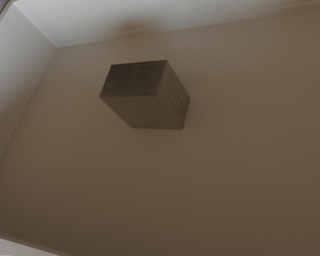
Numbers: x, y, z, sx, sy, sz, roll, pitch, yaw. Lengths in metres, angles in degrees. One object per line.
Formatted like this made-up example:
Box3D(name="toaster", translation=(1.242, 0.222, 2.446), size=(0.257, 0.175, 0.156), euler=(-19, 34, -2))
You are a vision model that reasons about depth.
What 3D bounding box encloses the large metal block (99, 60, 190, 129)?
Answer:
Box3D(name="large metal block", translation=(-0.017, -0.040, 0.402), size=(0.080, 0.080, 0.050), euler=(1, 63, 28))
